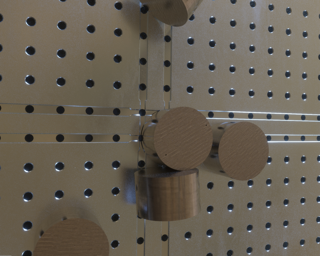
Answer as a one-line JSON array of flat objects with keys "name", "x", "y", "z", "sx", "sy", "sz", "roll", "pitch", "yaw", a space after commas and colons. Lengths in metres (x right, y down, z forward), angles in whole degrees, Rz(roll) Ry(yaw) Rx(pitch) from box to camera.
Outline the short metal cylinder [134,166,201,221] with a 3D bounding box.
[{"name": "short metal cylinder", "x": 0.010, "y": 0.079, "z": 0.388, "sx": 0.081, "sy": 0.080, "sz": 0.050, "roll": -4, "pitch": 92, "yaw": -20}]

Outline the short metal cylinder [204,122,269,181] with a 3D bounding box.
[{"name": "short metal cylinder", "x": 0.105, "y": 0.031, "z": 0.440, "sx": 0.081, "sy": 0.050, "sz": 0.079, "roll": 0, "pitch": 90, "yaw": -20}]

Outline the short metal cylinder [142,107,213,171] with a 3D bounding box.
[{"name": "short metal cylinder", "x": 0.022, "y": 0.013, "z": 0.408, "sx": 0.081, "sy": 0.050, "sz": 0.079, "roll": 0, "pitch": 90, "yaw": -21}]

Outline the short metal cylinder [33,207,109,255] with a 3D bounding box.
[{"name": "short metal cylinder", "x": -0.104, "y": 0.138, "z": 0.362, "sx": 0.081, "sy": 0.050, "sz": 0.079, "roll": 0, "pitch": 90, "yaw": -21}]

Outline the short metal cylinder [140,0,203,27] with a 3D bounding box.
[{"name": "short metal cylinder", "x": 0.015, "y": -0.176, "z": 0.390, "sx": 0.080, "sy": 0.080, "sz": 0.050, "roll": 39, "pitch": 78, "yaw": -16}]
